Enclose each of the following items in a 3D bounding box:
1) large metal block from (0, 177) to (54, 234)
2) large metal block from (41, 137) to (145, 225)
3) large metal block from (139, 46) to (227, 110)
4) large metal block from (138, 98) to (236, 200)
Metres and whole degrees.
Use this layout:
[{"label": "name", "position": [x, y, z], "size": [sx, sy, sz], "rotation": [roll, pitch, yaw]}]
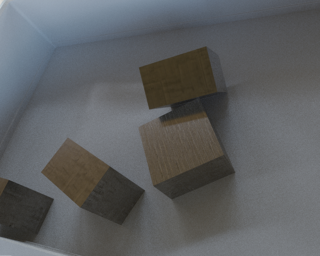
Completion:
[{"label": "large metal block", "position": [-0.208, 0.099, 0.416], "size": [0.080, 0.080, 0.050], "rotation": [6, 65, 30]}, {"label": "large metal block", "position": [-0.078, 0.064, 0.370], "size": [0.080, 0.080, 0.050], "rotation": [26, 76, 36]}, {"label": "large metal block", "position": [0.032, -0.058, 0.379], "size": [0.080, 0.080, 0.050], "rotation": [-13, 91, 20]}, {"label": "large metal block", "position": [0.029, 0.024, 0.358], "size": [0.080, 0.050, 0.080], "rotation": [-26, 53, 12]}]
